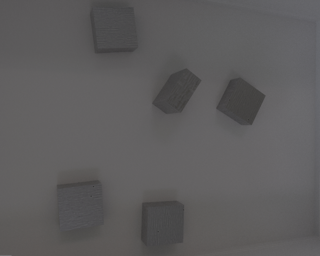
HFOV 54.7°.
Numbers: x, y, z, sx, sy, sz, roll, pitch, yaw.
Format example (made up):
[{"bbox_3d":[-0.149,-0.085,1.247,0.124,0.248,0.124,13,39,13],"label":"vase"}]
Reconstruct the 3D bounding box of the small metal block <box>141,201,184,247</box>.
[{"bbox_3d":[0.003,0.126,0.412,0.050,0.025,0.050,2,90,-20],"label":"small metal block"}]

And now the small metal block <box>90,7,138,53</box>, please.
[{"bbox_3d":[-0.058,-0.123,0.389,0.050,0.025,0.050,-8,93,-20],"label":"small metal block"}]

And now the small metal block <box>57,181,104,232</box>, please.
[{"bbox_3d":[-0.097,0.093,0.375,0.050,0.025,0.050,-4,91,-20],"label":"small metal block"}]

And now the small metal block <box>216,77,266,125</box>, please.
[{"bbox_3d":[0.119,-0.038,0.454,0.050,0.025,0.050,31,80,-18],"label":"small metal block"}]

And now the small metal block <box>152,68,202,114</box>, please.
[{"bbox_3d":[0.021,-0.047,0.405,0.025,0.050,0.050,36,78,-17],"label":"small metal block"}]
